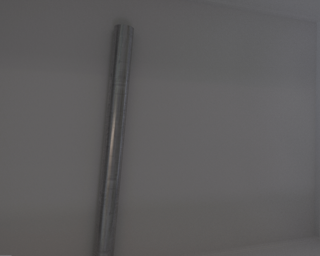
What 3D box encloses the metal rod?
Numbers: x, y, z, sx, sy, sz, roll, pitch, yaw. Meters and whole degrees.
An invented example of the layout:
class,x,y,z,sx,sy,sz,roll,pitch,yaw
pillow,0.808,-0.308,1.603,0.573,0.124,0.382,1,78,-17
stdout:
class,x,y,z,sx,sy,sz,roll,pitch,yaw
metal rod,-0.058,0.022,0.388,0.025,0.025,0.298,6,88,-20
